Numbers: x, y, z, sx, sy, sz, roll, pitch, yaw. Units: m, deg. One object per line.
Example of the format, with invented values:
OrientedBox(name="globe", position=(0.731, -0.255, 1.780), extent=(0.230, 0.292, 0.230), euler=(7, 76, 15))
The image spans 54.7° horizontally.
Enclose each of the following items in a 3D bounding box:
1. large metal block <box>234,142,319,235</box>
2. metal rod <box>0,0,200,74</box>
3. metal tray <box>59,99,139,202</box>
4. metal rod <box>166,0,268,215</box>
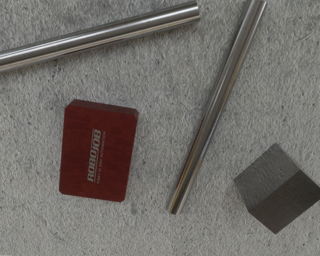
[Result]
OrientedBox(name="large metal block", position=(0.154, 0.077, 0.411), extent=(0.050, 0.080, 0.080), euler=(41, 105, -14))
OrientedBox(name="metal rod", position=(-0.103, -0.101, 0.370), extent=(0.302, 0.025, 0.025), euler=(-13, 110, 4))
OrientedBox(name="metal tray", position=(-0.083, 0.033, 0.418), extent=(0.091, 0.030, 0.129), euler=(9, 110, -4))
OrientedBox(name="metal rod", position=(0.066, -0.014, 0.405), extent=(0.025, 0.025, 0.298), euler=(17, 109, -7))
